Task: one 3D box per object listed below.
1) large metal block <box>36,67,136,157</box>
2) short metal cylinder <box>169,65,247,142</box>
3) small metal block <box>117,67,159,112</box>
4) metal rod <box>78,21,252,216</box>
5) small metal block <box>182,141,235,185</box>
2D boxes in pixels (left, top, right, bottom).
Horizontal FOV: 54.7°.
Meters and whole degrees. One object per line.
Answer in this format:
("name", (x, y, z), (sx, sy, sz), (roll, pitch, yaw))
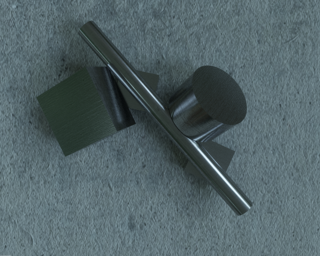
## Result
("large metal block", (-0.090, -0.021, 0.381), (0.080, 0.050, 0.080), (-25, 91, 23))
("short metal cylinder", (0.058, -0.029, 0.379), (0.081, 0.050, 0.080), (16, 57, -25))
("small metal block", (-0.031, -0.049, 0.411), (0.050, 0.025, 0.050), (12, 90, -1))
("metal rod", (0.007, -0.012, 0.386), (0.025, 0.025, 0.300), (-41, 91, 0))
("small metal block", (0.064, 0.042, 0.412), (0.050, 0.025, 0.050), (24, 90, -1))
